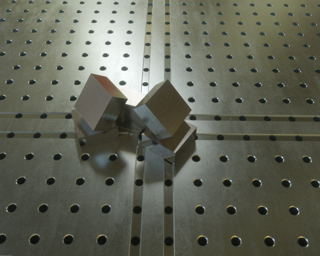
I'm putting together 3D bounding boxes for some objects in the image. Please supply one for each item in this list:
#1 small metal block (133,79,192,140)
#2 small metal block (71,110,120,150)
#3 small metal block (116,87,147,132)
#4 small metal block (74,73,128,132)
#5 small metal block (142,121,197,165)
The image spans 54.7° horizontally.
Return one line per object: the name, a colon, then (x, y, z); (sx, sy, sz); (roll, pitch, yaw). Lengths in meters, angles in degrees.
small metal block: (0.004, -0.022, 0.376); (0.050, 0.025, 0.050); (50, 54, -17)
small metal block: (-0.085, -0.004, 0.410); (0.050, 0.025, 0.050); (-15, 52, -13)
small metal block: (-0.034, -0.022, 0.409); (0.050, 0.050, 0.025); (15, 52, 11)
small metal block: (-0.073, -0.031, 0.380); (0.025, 0.050, 0.050); (4, 35, -51)
small metal block: (0.012, 0.011, 0.399); (0.050, 0.025, 0.050); (29, 55, 21)
